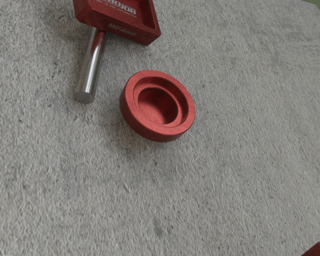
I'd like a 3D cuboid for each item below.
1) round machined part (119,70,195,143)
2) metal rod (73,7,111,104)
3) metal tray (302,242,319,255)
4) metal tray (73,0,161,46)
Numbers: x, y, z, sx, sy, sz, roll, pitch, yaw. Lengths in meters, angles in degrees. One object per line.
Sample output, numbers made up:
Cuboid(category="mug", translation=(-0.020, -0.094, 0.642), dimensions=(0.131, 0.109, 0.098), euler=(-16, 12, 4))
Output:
Cuboid(category="round machined part", translation=(-0.006, -0.024, 0.406), dimensions=(0.099, 0.042, 0.098), euler=(14, 56, -21))
Cuboid(category="metal rod", translation=(-0.084, -0.162, 0.458), dimensions=(0.025, 0.025, 0.300), euler=(17, 55, -19))
Cuboid(category="metal tray", translation=(0.164, 0.170, 0.322), dimensions=(0.091, 0.129, 0.030), euler=(15, 35, -20))
Cuboid(category="metal tray", translation=(-0.062, -0.179, 0.447), dimensions=(0.131, 0.030, 0.090), euler=(6, 64, -46))
